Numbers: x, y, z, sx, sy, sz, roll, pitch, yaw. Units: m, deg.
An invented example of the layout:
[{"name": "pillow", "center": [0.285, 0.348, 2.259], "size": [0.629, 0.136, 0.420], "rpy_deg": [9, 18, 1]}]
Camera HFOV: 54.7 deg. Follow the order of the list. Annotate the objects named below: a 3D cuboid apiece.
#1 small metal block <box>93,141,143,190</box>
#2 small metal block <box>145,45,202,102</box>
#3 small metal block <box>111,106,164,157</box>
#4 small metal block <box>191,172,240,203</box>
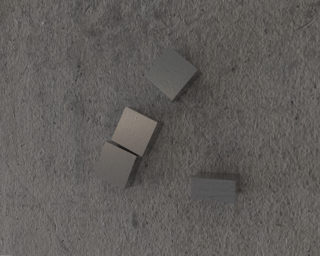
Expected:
[{"name": "small metal block", "center": [-0.057, 0.050, 0.429], "size": [0.050, 0.025, 0.050], "rpy_deg": [23, 98, 18]}, {"name": "small metal block", "center": [0.018, -0.070, 0.403], "size": [0.050, 0.025, 0.050], "rpy_deg": [43, 103, 14]}, {"name": "small metal block", "center": [-0.030, 0.004, 0.420], "size": [0.050, 0.025, 0.050], "rpy_deg": [27, 99, 18]}, {"name": "small metal block", "center": [0.068, 0.070, 0.372], "size": [0.050, 0.050, 0.025], "rpy_deg": [1, 91, 20]}]
